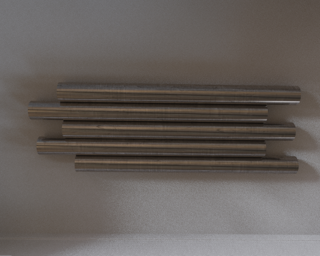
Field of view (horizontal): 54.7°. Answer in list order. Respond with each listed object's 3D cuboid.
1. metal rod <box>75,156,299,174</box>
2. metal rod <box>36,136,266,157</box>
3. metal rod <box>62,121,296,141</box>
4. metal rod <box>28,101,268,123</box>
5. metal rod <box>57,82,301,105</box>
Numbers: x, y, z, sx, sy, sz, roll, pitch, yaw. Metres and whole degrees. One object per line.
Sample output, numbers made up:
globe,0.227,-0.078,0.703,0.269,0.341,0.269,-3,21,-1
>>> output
metal rod,0.037,0.050,0.429,0.302,0.025,0.025,1,110,-1
metal rod,-0.010,0.025,0.419,0.302,0.025,0.025,1,110,-1
metal rod,0.025,0.003,0.411,0.302,0.025,0.025,1,110,-1
metal rod,-0.014,-0.021,0.402,0.302,0.025,0.025,1,110,-1
metal rod,0.024,-0.043,0.394,0.302,0.025,0.025,1,110,-1
